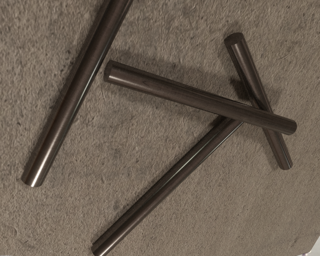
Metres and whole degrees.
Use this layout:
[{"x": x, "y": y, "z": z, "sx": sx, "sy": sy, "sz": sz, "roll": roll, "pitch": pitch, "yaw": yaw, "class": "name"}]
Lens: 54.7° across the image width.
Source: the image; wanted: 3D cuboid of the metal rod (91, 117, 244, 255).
[{"x": 0.011, "y": 0.086, "z": 0.467, "sx": 0.300, "sy": 0.025, "sz": 0.025, "roll": -44, "pitch": 130, "yaw": 2, "class": "metal rod"}]

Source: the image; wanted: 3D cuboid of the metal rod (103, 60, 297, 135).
[{"x": 0.072, "y": -0.032, "z": 0.410, "sx": 0.302, "sy": 0.025, "sz": 0.025, "roll": 13, "pitch": 112, "yaw": -28, "class": "metal rod"}]

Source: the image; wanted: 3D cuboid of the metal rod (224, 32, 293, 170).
[{"x": 0.164, "y": -0.022, "z": 0.485, "sx": 0.025, "sy": 0.025, "sz": 0.300, "roll": -40, "pitch": 130, "yaw": -2, "class": "metal rod"}]

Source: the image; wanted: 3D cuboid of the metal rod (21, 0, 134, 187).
[{"x": -0.077, "y": -0.064, "z": 0.325, "sx": 0.025, "sy": 0.025, "sz": 0.298, "roll": 19, "pitch": 108, "yaw": -36, "class": "metal rod"}]
